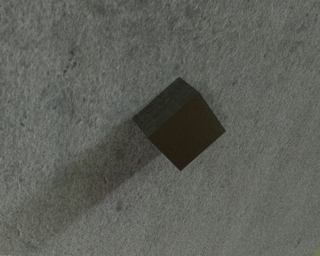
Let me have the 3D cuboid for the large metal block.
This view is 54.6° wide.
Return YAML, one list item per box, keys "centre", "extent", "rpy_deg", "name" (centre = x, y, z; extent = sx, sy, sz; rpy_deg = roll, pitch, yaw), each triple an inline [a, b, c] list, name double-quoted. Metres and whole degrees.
- centre: [0.026, -0.004, 0.401]
  extent: [0.080, 0.050, 0.080]
  rpy_deg: [-42, 129, 0]
  name: "large metal block"
